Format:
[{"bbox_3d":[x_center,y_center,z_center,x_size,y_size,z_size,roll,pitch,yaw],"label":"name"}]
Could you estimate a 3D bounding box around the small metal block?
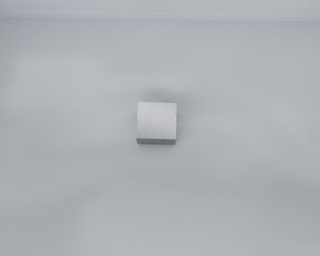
[{"bbox_3d":[-0.004,-0.006,0.408,0.050,0.025,0.050,2,70,1],"label":"small metal block"}]
